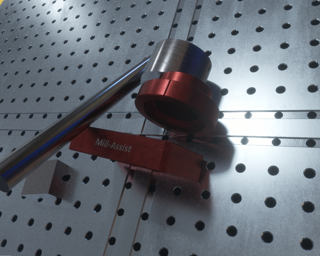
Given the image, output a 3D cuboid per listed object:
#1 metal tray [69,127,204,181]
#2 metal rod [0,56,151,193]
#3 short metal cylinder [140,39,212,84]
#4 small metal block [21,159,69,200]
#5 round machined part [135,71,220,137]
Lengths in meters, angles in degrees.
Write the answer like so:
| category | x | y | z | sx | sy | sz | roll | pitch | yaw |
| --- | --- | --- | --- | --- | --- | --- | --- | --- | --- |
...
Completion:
| category | x | y | z | sx | sy | sz | roll | pitch | yaw |
| --- | --- | --- | --- | --- | --- | --- | --- | --- | --- |
| metal tray | -0.027 | 0.029 | 0.358 | 0.130 | 0.090 | 0.030 | 9 | 81 | 31 |
| metal rod | -0.065 | -0.033 | 0.365 | 0.025 | 0.025 | 0.301 | 5 | 33 | 30 |
| short metal cylinder | 0.021 | -0.070 | 0.404 | 0.080 | 0.080 | 0.050 | 9 | 66 | 32 |
| small metal block | -0.165 | 0.075 | 0.447 | 0.050 | 0.025 | 0.050 | -8 | 58 | 23 |
| round machined part | 0.023 | -0.031 | 0.367 | 0.098 | 0.098 | 0.042 | 9 | 67 | 32 |
